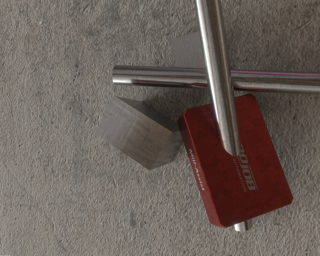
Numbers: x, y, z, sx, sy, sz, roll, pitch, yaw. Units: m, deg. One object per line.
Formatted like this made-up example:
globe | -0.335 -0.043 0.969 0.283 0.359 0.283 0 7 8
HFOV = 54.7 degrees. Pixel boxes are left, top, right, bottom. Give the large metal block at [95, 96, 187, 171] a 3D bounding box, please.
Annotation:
large metal block | -0.018 0.005 0.385 0.080 0.080 0.050 32 101 17

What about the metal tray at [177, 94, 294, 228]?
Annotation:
metal tray | 0.082 0.034 0.348 0.091 0.030 0.129 -15 80 -15

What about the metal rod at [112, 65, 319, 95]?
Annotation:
metal rod | 0.091 -0.055 0.358 0.301 0.025 0.025 5 92 12

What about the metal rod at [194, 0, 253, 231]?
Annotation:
metal rod | 0.068 -0.021 0.329 0.025 0.025 0.298 -6 109 19

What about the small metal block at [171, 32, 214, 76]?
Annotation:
small metal block | 0.046 -0.092 0.392 0.050 0.025 0.050 -11 86 19
